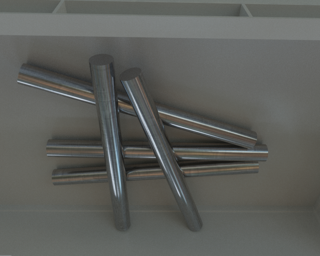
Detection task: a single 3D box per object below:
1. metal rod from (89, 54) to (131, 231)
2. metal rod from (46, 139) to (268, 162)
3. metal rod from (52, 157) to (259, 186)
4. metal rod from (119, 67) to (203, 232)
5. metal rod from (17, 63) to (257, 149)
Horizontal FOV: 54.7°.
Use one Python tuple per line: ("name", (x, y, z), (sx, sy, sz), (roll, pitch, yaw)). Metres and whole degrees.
("metal rod", (-0.060, 0.044, 0.410), (0.025, 0.025, 0.298), (0, 130, -1))
("metal rod", (-0.002, 0.031, 0.433), (0.302, 0.025, 0.025), (1, 130, -2))
("metal rod", (-0.008, 0.064, 0.462), (0.302, 0.025, 0.025), (-4, 130, 2))
("metal rod", (0.014, 0.051, 0.418), (0.025, 0.025, 0.299), (-14, 129, 11))
("metal rod", (-0.016, -0.023, 0.387), (0.302, 0.025, 0.025), (15, 128, -14))
